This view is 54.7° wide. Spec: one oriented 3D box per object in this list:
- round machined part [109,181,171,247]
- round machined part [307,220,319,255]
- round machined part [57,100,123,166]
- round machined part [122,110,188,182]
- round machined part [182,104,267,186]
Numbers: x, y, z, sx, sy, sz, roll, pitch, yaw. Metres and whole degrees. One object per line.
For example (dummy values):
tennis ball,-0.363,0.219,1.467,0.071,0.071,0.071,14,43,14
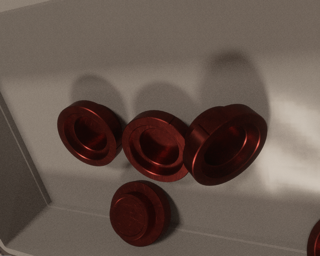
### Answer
round machined part,-0.036,0.130,0.468,0.098,0.042,0.097,-2,87,28
round machined part,0.221,0.145,0.345,0.042,0.098,0.097,20,134,-25
round machined part,-0.095,0.004,0.448,0.098,0.042,0.097,13,124,20
round machined part,0.003,0.020,0.407,0.098,0.042,0.097,13,124,20
round machined part,0.067,0.014,0.347,0.042,0.099,0.097,50,142,44
